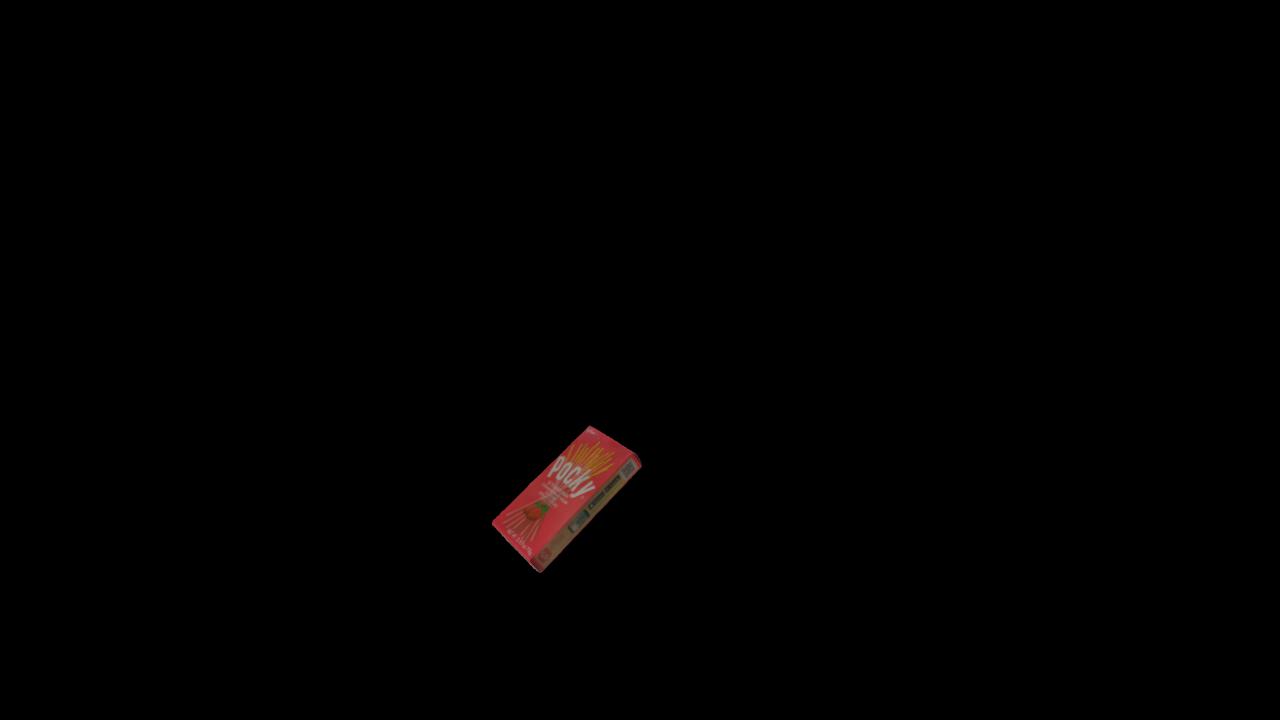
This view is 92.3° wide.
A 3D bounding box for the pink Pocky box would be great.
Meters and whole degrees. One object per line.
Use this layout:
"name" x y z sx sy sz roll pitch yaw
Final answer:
"pink Pocky box" -0.078 0.144 0.662 0.155 0.029 0.084 -44 40 -20
